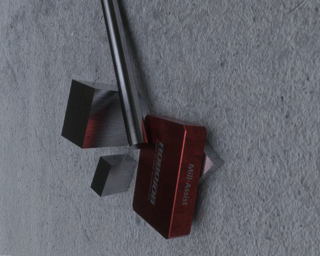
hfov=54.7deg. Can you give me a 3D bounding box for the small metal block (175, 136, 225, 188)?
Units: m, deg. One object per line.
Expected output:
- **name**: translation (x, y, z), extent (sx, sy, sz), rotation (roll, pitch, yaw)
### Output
- **small metal block**: translation (0.040, 0.039, 0.371), extent (0.050, 0.025, 0.050), rotation (-51, 61, 27)

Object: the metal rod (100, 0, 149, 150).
- **metal rod**: translation (-0.058, -0.115, 0.428), extent (0.025, 0.025, 0.299), rotation (-28, 66, 36)

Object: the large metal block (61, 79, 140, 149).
- **large metal block**: translation (-0.082, -0.019, 0.435), extent (0.050, 0.081, 0.079), rotation (24, 105, 37)

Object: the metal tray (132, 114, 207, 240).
- **metal tray**: translation (0.007, 0.054, 0.376), extent (0.090, 0.030, 0.129), rotation (19, 102, 56)

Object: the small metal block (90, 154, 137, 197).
- **small metal block**: translation (-0.065, 0.066, 0.440), extent (0.025, 0.050, 0.050), rotation (32, 110, 35)
